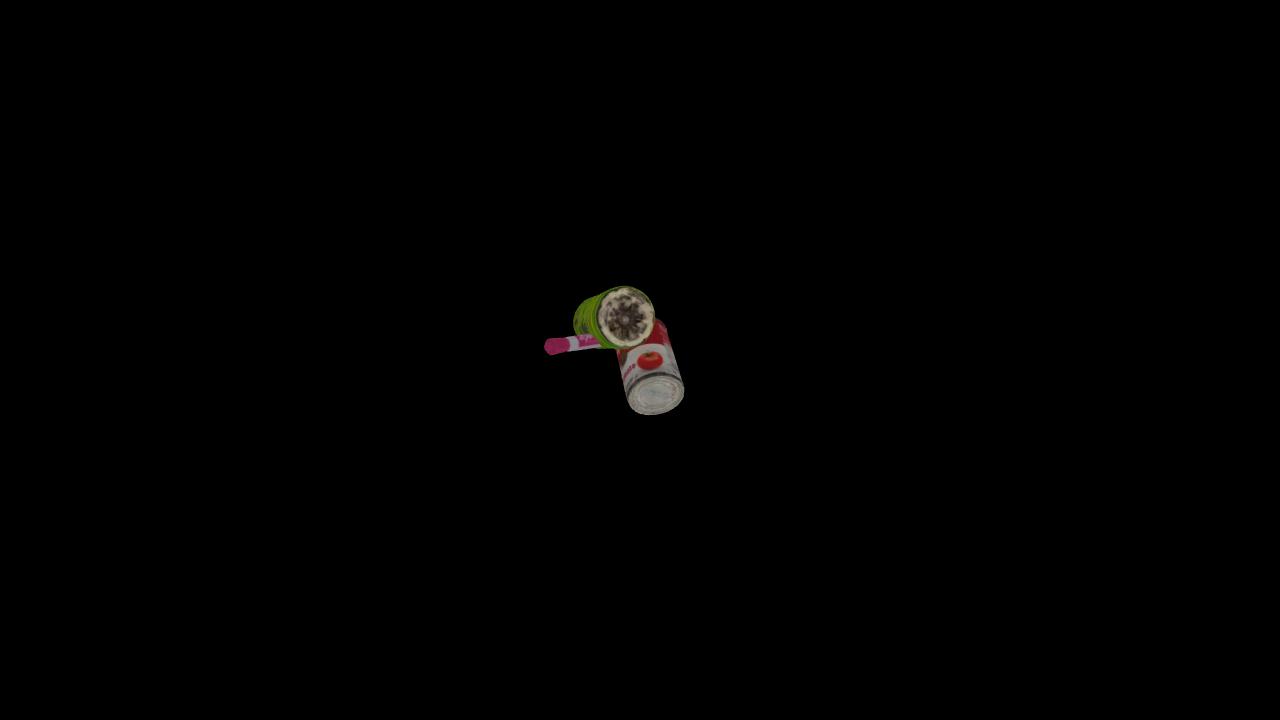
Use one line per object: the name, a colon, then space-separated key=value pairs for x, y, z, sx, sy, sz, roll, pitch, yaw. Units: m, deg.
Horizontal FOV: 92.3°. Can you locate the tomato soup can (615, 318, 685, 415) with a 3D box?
tomato soup can: x=0.009 y=0.007 z=0.716 sx=0.068 sy=0.068 sz=0.101 roll=0 pitch=44 yaw=-15

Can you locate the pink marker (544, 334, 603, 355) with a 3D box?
pink marker: x=-0.064 y=-0.021 z=0.716 sx=0.020 sy=0.020 sz=0.121 roll=0 pitch=7 yaw=39

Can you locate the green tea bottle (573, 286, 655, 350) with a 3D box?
green tea bottle: x=-0.041 y=-0.049 z=0.761 sx=0.073 sy=0.073 sz=0.212 roll=0 pitch=2 yaw=-14
